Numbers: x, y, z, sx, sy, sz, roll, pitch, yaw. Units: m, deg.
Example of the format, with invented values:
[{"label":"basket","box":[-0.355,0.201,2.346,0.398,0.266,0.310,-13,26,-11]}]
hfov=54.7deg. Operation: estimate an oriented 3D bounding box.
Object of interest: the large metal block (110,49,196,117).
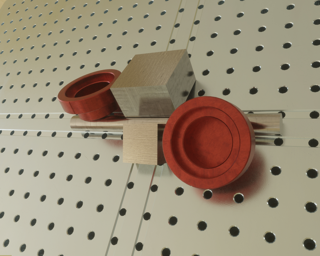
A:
[{"label":"large metal block","box":[-0.006,-0.060,0.418,0.080,0.050,0.080,1,44,28]}]

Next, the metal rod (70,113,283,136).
[{"label":"metal rod","box":[0.001,-0.006,0.412,0.300,0.025,0.025,1,62,28]}]

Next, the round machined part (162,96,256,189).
[{"label":"round machined part","box":[0.056,0.016,0.342,0.098,0.042,0.097,-2,86,28]}]

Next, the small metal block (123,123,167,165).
[{"label":"small metal block","box":[-0.019,0.019,0.394,0.050,0.025,0.050,1,91,28]}]

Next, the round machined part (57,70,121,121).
[{"label":"round machined part","box":[-0.096,-0.046,0.460,0.098,0.042,0.098,-13,32,8]}]
